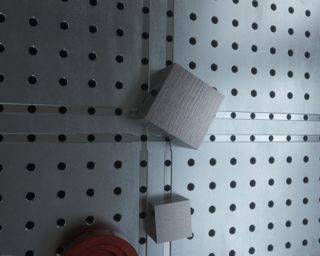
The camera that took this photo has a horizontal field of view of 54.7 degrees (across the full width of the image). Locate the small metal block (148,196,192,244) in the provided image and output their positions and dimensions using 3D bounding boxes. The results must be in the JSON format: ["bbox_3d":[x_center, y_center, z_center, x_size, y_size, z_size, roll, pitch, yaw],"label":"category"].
[{"bbox_3d":[0.014,0.123,0.418,0.050,0.025,0.050,-5,92,-20],"label":"small metal block"}]

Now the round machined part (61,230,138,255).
[{"bbox_3d":[-0.076,0.172,0.376,0.099,0.042,0.097,0,90,-20],"label":"round machined part"}]

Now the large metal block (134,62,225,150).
[{"bbox_3d":[0.025,-0.027,0.408,0.080,0.050,0.080,31,80,-18],"label":"large metal block"}]
